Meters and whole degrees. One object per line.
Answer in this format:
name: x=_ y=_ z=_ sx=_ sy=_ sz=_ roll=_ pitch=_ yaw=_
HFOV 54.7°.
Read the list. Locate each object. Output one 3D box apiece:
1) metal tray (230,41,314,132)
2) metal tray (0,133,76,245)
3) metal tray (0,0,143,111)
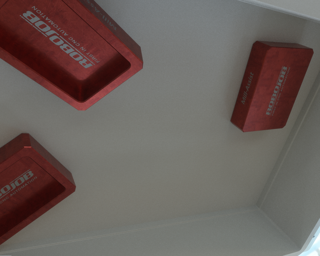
metal tray: x=0.165 y=-0.060 z=0.461 sx=0.091 sy=0.030 sz=0.129 roll=-5 pitch=121 yaw=-27
metal tray: x=-0.177 y=0.077 z=0.356 sx=0.130 sy=0.030 sz=0.090 roll=-36 pitch=130 yaw=-5
metal tray: x=-0.090 y=-0.080 z=0.287 sx=0.090 sy=0.030 sz=0.130 roll=-33 pitch=133 yaw=21
